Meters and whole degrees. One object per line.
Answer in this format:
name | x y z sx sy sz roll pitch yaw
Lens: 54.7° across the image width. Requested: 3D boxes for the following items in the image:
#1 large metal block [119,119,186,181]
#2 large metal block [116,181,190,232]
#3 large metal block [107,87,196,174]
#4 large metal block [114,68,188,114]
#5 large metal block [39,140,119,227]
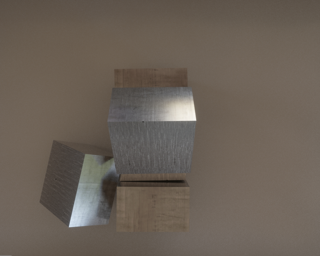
large metal block | -0.010 0.024 0.399 0.081 0.050 0.079 -1 90 -1
large metal block | -0.008 0.090 0.382 0.081 0.080 0.050 0 90 -1
large metal block | -0.007 0.004 0.326 0.081 0.079 0.050 -1 45 -1
large metal block | -0.010 -0.041 0.381 0.081 0.080 0.050 -1 90 -1
large metal block | -0.096 0.064 0.373 0.050 0.080 0.080 12 91 -43
